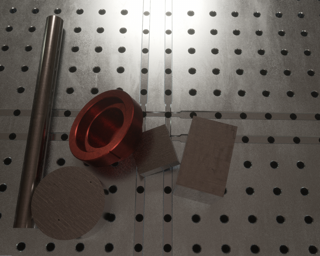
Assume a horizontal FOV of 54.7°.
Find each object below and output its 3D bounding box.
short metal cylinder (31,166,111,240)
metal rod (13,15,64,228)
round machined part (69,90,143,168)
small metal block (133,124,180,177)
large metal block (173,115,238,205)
[{"bbox_3d":[-0.101,0.090,0.364,0.081,0.050,0.080,0,70,0],"label":"short metal cylinder"},{"bbox_3d":[-0.159,-0.022,0.417,0.025,0.025,0.299,0,70,0],"label":"metal rod"},{"bbox_3d":[-0.061,0.004,0.385,0.098,0.042,0.098,-18,53,25],"label":"round machined part"},{"bbox_3d":[-0.007,0.029,0.396,0.050,0.025,0.050,-20,71,4],"label":"small metal block"},{"bbox_3d":[0.051,0.042,0.368,0.050,0.080,0.080,15,71,5],"label":"large metal block"}]
